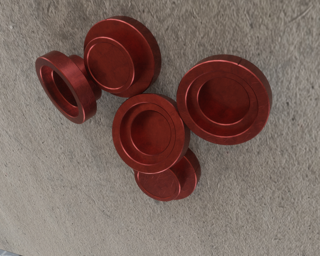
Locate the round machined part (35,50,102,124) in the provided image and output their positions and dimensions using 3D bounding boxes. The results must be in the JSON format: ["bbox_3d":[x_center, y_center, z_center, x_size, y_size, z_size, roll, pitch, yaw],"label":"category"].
[{"bbox_3d":[-0.115,-0.057,0.407,0.098,0.042,0.097,33,146,27],"label":"round machined part"}]

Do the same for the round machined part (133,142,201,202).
[{"bbox_3d":[0.004,0.063,0.432,0.098,0.042,0.097,13,124,20],"label":"round machined part"}]

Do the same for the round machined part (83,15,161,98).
[{"bbox_3d":[-0.051,-0.081,0.372,0.098,0.042,0.097,13,124,20],"label":"round machined part"}]

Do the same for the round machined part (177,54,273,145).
[{"bbox_3d":[0.071,-0.033,0.338,0.098,0.042,0.097,13,124,20],"label":"round machined part"}]

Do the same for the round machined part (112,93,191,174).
[{"bbox_3d":[-0.008,0.005,0.389,0.098,0.042,0.097,3,96,25],"label":"round machined part"}]
